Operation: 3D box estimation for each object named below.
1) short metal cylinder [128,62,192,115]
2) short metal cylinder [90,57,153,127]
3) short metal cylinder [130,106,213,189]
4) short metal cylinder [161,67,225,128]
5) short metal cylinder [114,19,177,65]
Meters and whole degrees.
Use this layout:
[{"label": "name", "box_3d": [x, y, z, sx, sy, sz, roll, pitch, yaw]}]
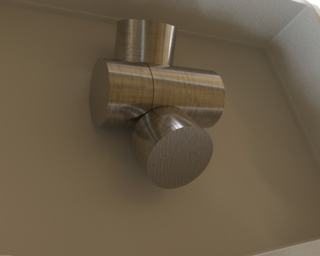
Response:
[{"label": "short metal cylinder", "box_3d": [-0.003, -0.040, 0.391, 0.050, 0.080, 0.080, 1, 61, -27]}, {"label": "short metal cylinder", "box_3d": [-0.048, -0.041, 0.367, 0.050, 0.080, 0.080, 1, 61, -27]}, {"label": "short metal cylinder", "box_3d": [0.012, 0.022, 0.352, 0.081, 0.079, 0.050, 0, 28, -28]}, {"label": "short metal cylinder", "box_3d": [0.042, -0.040, 0.415, 0.050, 0.080, 0.080, 1, 61, -27]}, {"label": "short metal cylinder", "box_3d": [-0.020, -0.111, 0.416, 0.081, 0.080, 0.050, 2, 99, -27]}]
